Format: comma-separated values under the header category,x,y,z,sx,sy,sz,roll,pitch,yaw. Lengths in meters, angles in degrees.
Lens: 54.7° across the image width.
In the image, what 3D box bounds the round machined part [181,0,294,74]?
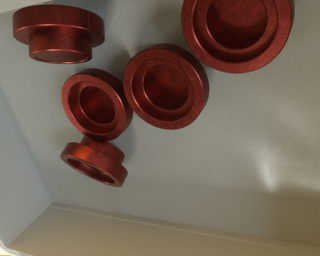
category,x,y,z,sx,sy,sz,roll,pitch,yaw
round machined part,0.073,-0.104,0.290,0.098,0.042,0.097,15,130,19

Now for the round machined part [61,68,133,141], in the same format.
category,x,y,z,sx,sy,sz,roll,pitch,yaw
round machined part,-0.079,-0.034,0.416,0.098,0.042,0.097,13,124,20

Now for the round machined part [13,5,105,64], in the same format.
category,x,y,z,sx,sy,sz,roll,pitch,yaw
round machined part,-0.113,-0.100,0.352,0.098,0.099,0.042,-2,90,29

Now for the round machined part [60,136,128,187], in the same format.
category,x,y,z,sx,sy,sz,roll,pitch,yaw
round machined part,-0.091,0.046,0.454,0.098,0.042,0.098,21,156,10

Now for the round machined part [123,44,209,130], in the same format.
category,x,y,z,sx,sy,sz,roll,pitch,yaw
round machined part,0.010,-0.050,0.360,0.098,0.042,0.097,13,124,20
